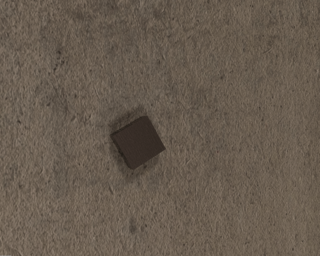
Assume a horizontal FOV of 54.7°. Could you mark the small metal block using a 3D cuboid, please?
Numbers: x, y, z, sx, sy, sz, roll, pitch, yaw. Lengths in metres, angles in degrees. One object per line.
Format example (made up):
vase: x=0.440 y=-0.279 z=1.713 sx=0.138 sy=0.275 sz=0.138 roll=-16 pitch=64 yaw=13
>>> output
small metal block: x=-0.029 y=0.018 z=0.399 sx=0.050 sy=0.025 sz=0.050 roll=-32 pitch=101 yaw=-18
